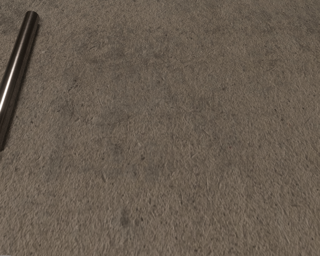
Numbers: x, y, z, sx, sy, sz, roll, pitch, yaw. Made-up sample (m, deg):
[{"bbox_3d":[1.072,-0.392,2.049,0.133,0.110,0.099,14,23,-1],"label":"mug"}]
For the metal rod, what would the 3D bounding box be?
[{"bbox_3d":[-0.222,-0.091,0.476,0.025,0.025,0.300,-4,50,-4],"label":"metal rod"}]
